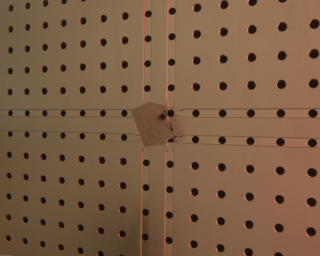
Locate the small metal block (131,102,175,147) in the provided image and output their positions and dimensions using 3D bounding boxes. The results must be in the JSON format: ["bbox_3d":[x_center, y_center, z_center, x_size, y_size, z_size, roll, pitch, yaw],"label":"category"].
[{"bbox_3d":[-0.008,-0.004,0.402,0.025,0.050,0.050,-24,83,18],"label":"small metal block"}]
